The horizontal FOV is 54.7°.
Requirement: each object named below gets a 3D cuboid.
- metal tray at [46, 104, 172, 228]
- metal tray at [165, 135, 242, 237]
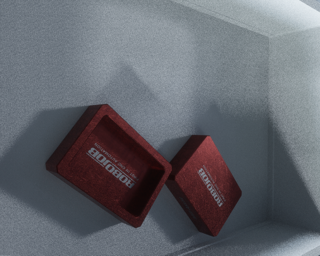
[{"bbox_3d":[-0.052,0.046,0.361,0.130,0.030,0.090,46,62,-31],"label":"metal tray"},{"bbox_3d":[0.066,0.085,0.462,0.090,0.030,0.130,-48,119,-29],"label":"metal tray"}]
